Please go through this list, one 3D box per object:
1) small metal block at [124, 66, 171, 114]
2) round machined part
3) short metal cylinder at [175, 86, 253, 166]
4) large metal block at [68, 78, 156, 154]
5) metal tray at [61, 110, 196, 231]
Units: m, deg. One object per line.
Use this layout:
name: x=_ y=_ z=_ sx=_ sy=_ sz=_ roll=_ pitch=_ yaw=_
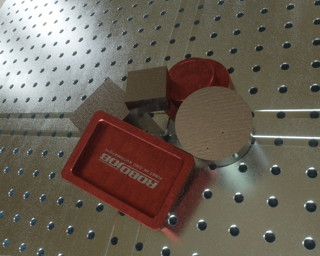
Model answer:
small metal block: x=-0.014 y=-0.047 z=0.385 sx=0.050 sy=0.025 sz=0.050 roll=-6 pitch=55 yaw=12
round machined part: x=0.043 y=-0.054 z=0.407 sx=0.098 sy=0.042 sz=0.098 roll=-13 pitch=56 yaw=21
short metal cylinder: x=0.062 y=0.000 z=0.345 sx=0.080 sy=0.050 sz=0.080 roll=-4 pitch=75 yaw=16
large metal block: x=-0.068 y=-0.011 z=0.435 sx=0.080 sy=0.050 sz=0.080 roll=-46 pitch=51 yaw=-4
metal tray: x=-0.036 y=0.046 z=0.359 sx=0.130 sy=0.030 sz=0.090 roll=26 pitch=82 yaw=14
